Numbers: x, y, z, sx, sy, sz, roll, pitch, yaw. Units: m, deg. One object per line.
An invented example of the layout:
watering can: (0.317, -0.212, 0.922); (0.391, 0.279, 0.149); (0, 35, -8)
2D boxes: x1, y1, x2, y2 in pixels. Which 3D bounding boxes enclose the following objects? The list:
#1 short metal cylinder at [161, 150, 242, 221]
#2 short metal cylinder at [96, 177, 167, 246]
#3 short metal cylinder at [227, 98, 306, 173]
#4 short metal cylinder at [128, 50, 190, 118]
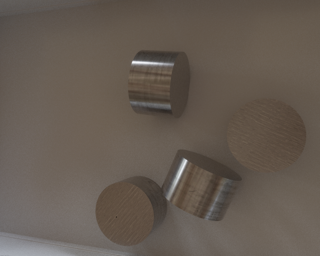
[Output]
short metal cylinder: (0.048, 0.065, 0.364); (0.080, 0.080, 0.050); (25, 98, 18)
short metal cylinder: (-0.037, 0.107, 0.409); (0.080, 0.050, 0.079); (0, 90, 19)
short metal cylinder: (0.121, 0.008, 0.355); (0.080, 0.050, 0.079); (0, 90, 19)
short metal cylinder: (0.002, -0.054, 0.380); (0.050, 0.080, 0.079); (7, 93, 19)
